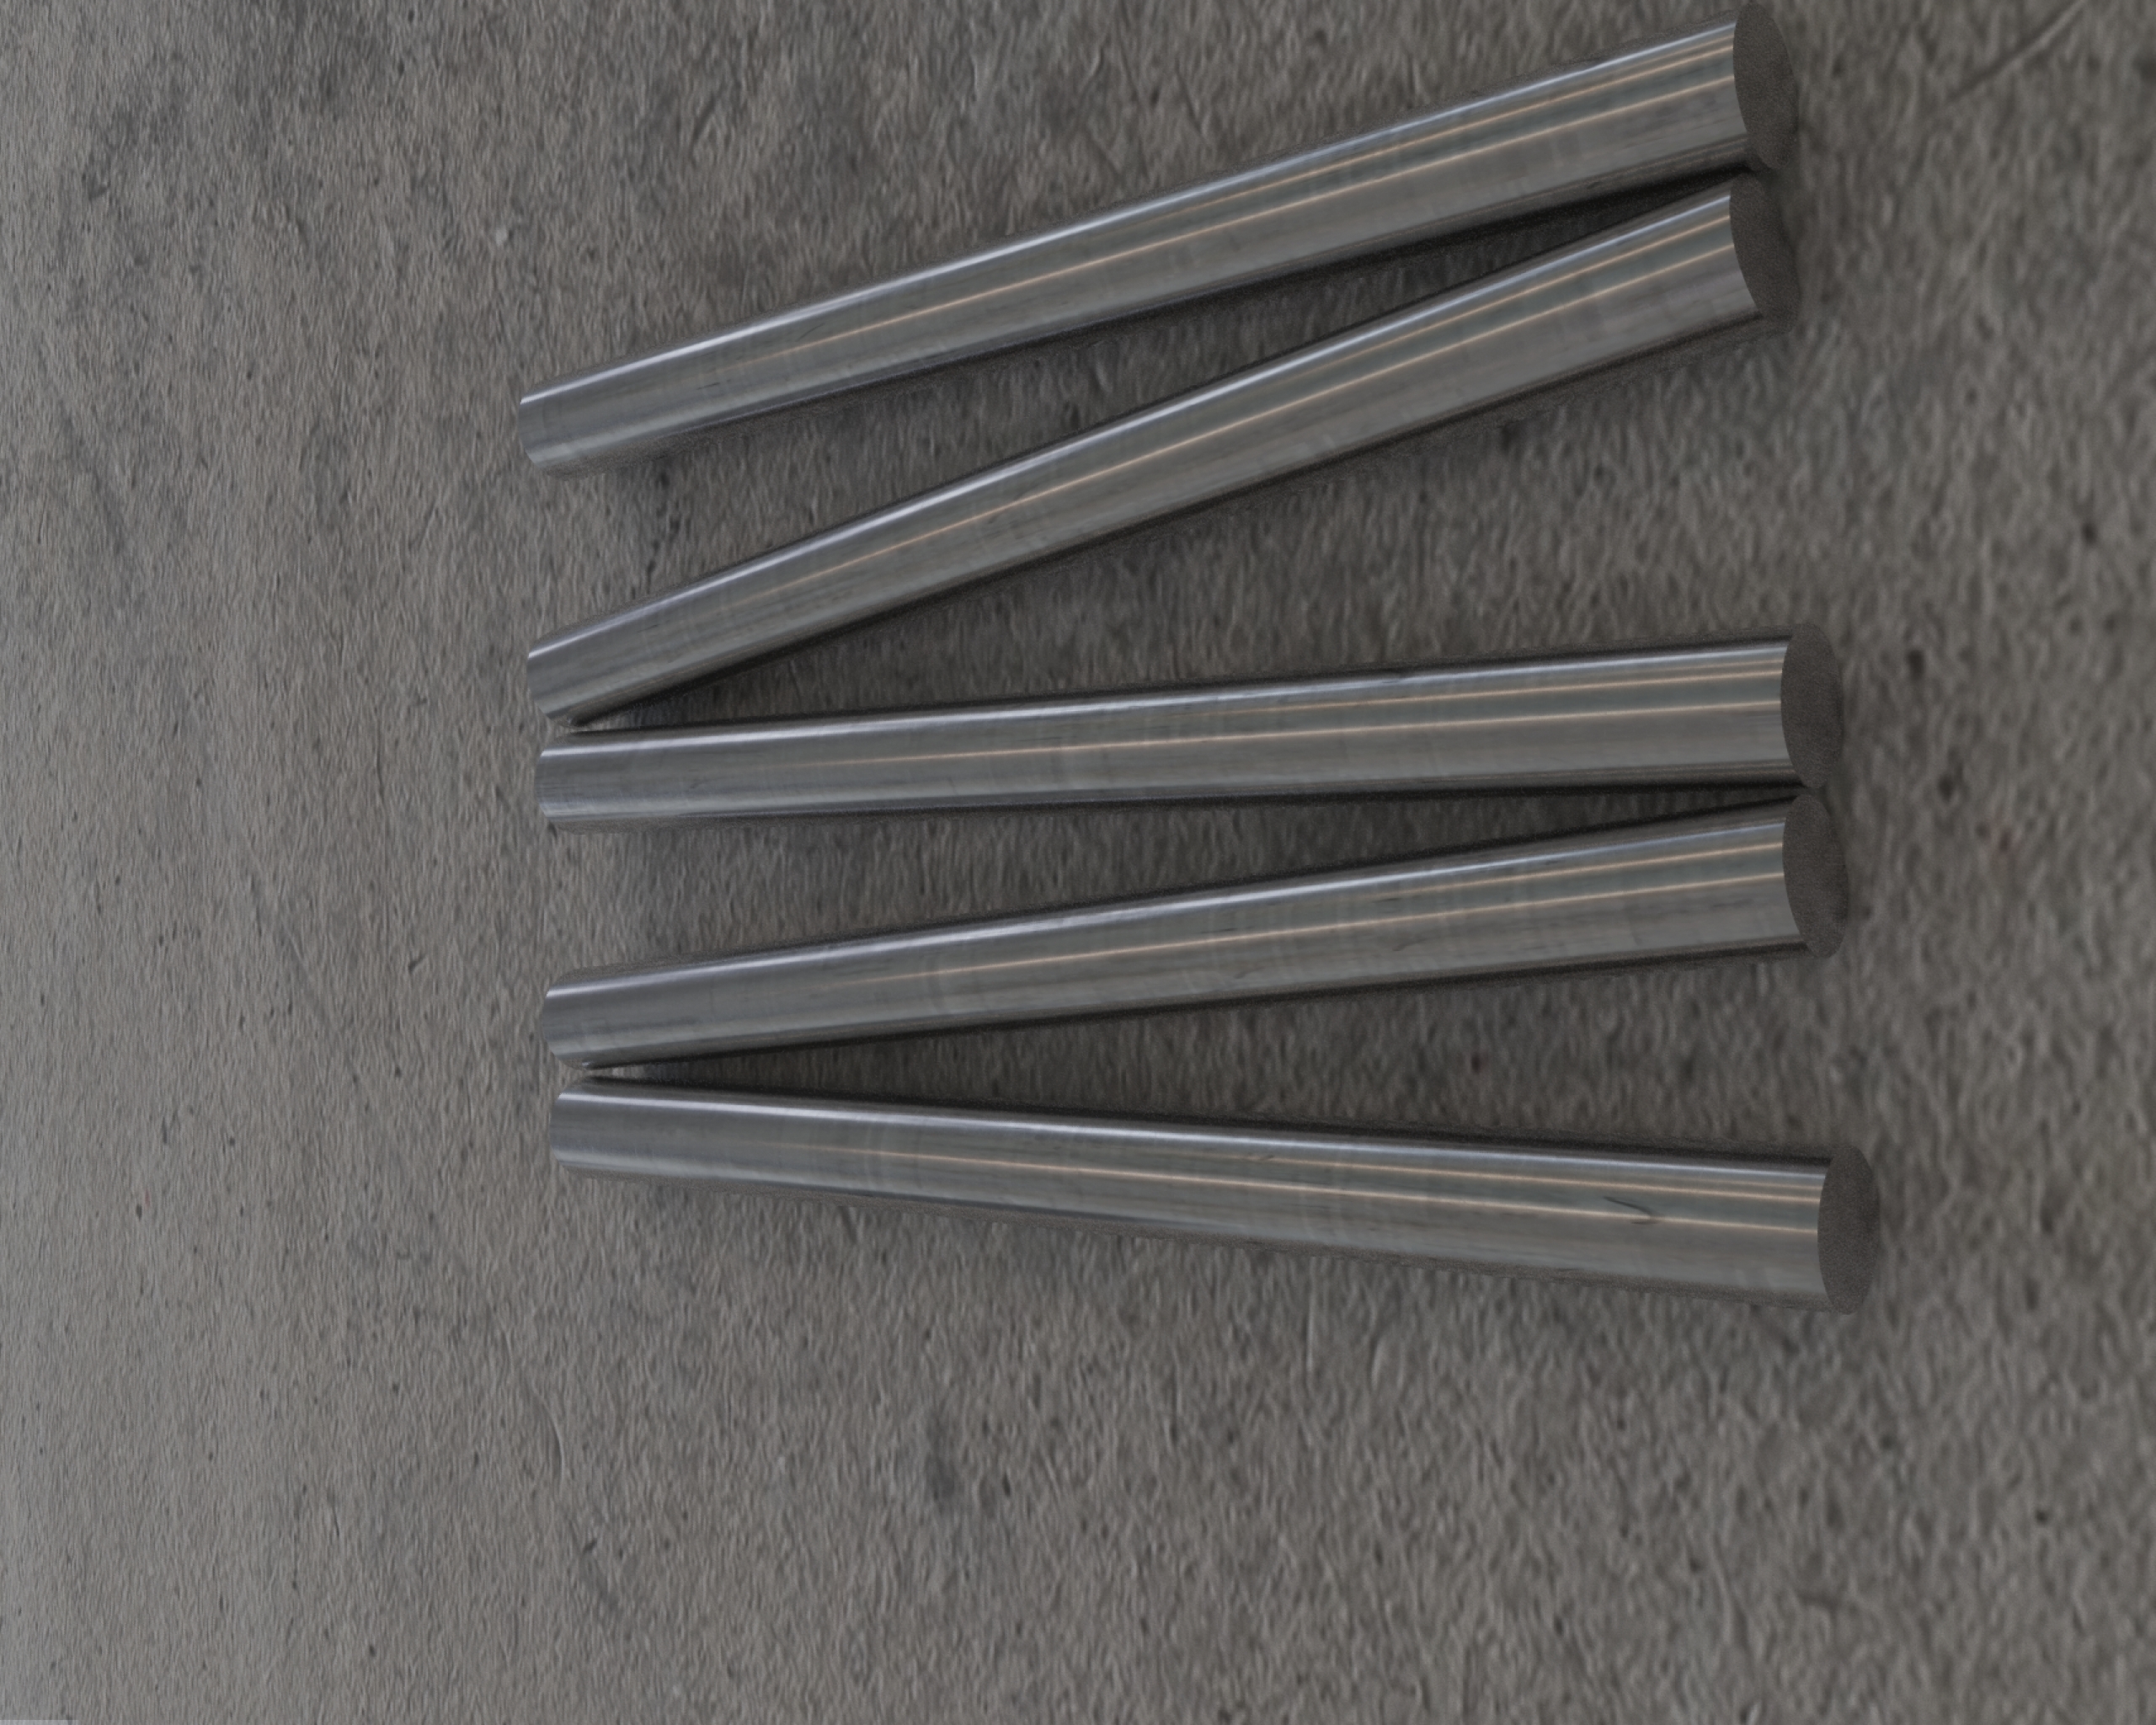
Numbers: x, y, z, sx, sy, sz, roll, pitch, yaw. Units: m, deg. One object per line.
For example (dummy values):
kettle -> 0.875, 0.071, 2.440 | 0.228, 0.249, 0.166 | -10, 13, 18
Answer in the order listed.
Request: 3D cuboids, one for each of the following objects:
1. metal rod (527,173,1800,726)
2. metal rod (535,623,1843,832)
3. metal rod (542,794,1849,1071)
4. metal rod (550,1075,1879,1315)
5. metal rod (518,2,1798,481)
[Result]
metal rod -> -0.009, -0.069, 0.412 | 0.300, 0.025, 0.025 | -12, 82, 39
metal rod -> -0.005, -0.021, 0.409 | 0.300, 0.025, 0.025 | -1, 89, 40
metal rod -> -0.004, 0.020, 0.408 | 0.300, 0.025, 0.025 | -9, 84, 39
metal rod -> -0.001, 0.059, 0.405 | 0.300, 0.025, 0.025 | -2, 89, 40
metal rod -> -0.011, -0.112, 0.413 | 0.300, 0.025, 0.025 | -3, 88, 40
